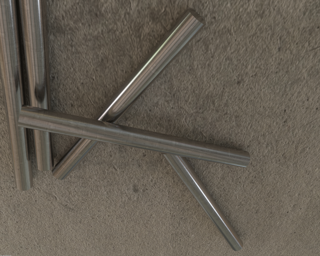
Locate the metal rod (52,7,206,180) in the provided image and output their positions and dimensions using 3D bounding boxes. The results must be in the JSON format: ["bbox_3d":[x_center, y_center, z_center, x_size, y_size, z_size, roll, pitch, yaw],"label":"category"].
[{"bbox_3d":[-0.056,-0.023,0.386,0.025,0.025,0.299,31,123,-24],"label":"metal rod"}]

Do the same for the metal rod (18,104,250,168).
[{"bbox_3d":[-0.016,0.016,0.395,0.302,0.025,0.025,12,130,-21],"label":"metal rod"}]

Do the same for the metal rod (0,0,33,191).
[{"bbox_3d":[-0.178,-0.024,0.383,0.025,0.025,0.298,9,130,-8],"label":"metal rod"}]

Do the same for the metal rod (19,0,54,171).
[{"bbox_3d":[-0.139,-0.058,0.355,0.025,0.025,0.298,8,130,-7],"label":"metal rod"}]

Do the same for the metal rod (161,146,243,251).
[{"bbox_3d":[0.080,0.127,0.516,0.025,0.025,0.299,-22,127,17],"label":"metal rod"}]
